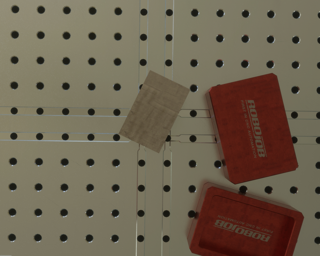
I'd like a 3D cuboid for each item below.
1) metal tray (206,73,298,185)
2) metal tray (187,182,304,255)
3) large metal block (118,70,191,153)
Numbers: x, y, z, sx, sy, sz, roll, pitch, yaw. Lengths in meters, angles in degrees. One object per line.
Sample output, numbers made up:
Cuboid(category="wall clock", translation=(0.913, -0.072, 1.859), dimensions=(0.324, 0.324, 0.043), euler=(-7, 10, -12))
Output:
Cuboid(category="metal tray", translation=(0.121, 0.001, 0.413), dimensions=(0.091, 0.030, 0.129), euler=(-13, 90, -1))
Cuboid(category="metal tray", translation=(0.112, 0.135, 0.412), dimensions=(0.131, 0.030, 0.090), euler=(17, 90, -1))
Cuboid(category="large metal block", translation=(-0.006, -0.019, 0.386), dimensions=(0.050, 0.080, 0.080), euler=(26, 90, -1))
